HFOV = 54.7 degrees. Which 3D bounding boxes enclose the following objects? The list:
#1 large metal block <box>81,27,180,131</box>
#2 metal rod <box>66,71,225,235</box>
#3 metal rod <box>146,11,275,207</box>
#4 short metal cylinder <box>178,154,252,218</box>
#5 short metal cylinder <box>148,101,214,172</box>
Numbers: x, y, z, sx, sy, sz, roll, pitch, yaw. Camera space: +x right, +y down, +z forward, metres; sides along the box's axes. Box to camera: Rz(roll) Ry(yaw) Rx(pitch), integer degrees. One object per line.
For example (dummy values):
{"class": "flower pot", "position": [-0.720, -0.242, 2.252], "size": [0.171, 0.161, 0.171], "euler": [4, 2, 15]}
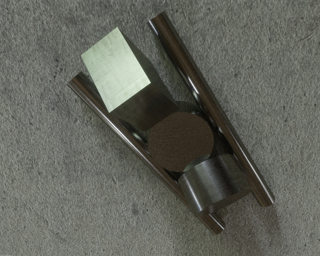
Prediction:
{"class": "large metal block", "position": [-0.031, -0.050, 0.346], "size": [0.050, 0.080, 0.080], "euler": [-35, 65, 12]}
{"class": "metal rod", "position": [-0.010, 0.044, 0.426], "size": [0.025, 0.025, 0.300], "euler": [-39, 106, 13]}
{"class": "metal rod", "position": [0.075, -0.012, 0.407], "size": [0.025, 0.025, 0.299], "euler": [-31, 108, 10]}
{"class": "short metal cylinder", "position": [0.071, 0.076, 0.404], "size": [0.080, 0.080, 0.050], "euler": [-30, 65, 10]}
{"class": "short metal cylinder", "position": [0.025, 0.010, 0.401], "size": [0.081, 0.050, 0.079], "euler": [0, 110, 0]}
